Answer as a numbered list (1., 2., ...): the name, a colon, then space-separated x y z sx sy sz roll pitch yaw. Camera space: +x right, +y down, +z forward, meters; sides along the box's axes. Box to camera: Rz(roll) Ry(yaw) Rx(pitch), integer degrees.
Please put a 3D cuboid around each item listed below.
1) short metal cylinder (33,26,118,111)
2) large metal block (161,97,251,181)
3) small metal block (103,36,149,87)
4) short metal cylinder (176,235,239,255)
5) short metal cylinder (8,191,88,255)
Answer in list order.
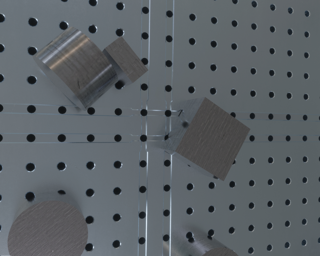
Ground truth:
1. short metal cylinder: -0.094 -0.065 0.349 0.050 0.080 0.080 -46 105 -14
2. large metal block: 0.062 0.015 0.422 0.080 0.050 0.080 33 79 -17
3. small metal block: -0.047 -0.080 0.382 0.025 0.050 0.050 -43 104 -15
4. short metal cylinder: 0.066 0.195 0.424 0.081 0.050 0.079 0 90 -20
5. short metal cylinder: -0.126 0.117 0.353 0.081 0.050 0.079 0 90 -20
